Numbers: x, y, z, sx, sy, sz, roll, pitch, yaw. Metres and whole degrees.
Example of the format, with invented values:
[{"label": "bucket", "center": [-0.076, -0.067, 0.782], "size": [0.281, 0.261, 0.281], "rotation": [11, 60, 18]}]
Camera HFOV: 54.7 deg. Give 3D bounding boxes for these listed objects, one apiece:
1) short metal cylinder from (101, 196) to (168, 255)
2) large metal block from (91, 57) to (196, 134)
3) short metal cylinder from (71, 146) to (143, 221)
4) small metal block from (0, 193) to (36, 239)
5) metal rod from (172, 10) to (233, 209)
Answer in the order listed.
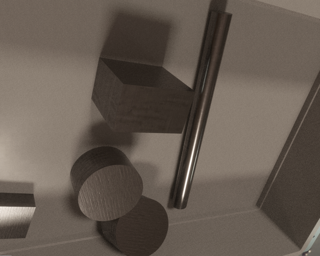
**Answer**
[{"label": "short metal cylinder", "center": [-0.035, 0.135, 0.437], "size": [0.081, 0.050, 0.079], "rotation": [0, 90, -32]}, {"label": "large metal block", "center": [-0.022, -0.036, 0.340], "size": [0.081, 0.080, 0.050], "rotation": [2, 117, -30]}, {"label": "short metal cylinder", "center": [-0.068, 0.070, 0.395], "size": [0.081, 0.050, 0.079], "rotation": [-11, 117, -22]}, {"label": "small metal block", "center": [-0.184, 0.106, 0.374], "size": [0.050, 0.025, 0.050], "rotation": [11, 113, -34]}, {"label": "metal rod", "center": [0.052, -0.006, 0.435], "size": [0.025, 0.025, 0.298], "rotation": [-6, 121, -26]}]
